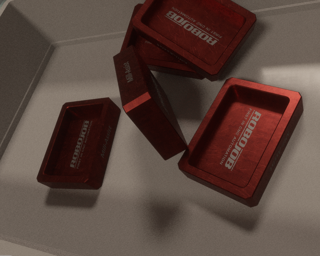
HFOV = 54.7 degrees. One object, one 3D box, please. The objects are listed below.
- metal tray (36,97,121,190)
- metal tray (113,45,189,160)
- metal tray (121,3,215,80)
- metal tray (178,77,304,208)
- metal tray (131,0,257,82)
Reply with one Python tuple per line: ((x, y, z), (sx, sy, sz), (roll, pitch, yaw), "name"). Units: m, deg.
((-0.115, 0.021, 0.447), (0.090, 0.030, 0.130), (-4, 60, 26), "metal tray")
((-0.014, -0.034, 0.371), (0.030, 0.090, 0.130), (-30, 37, 9), "metal tray")
((0.013, -0.126, 0.445), (0.130, 0.030, 0.090), (15, 86, 26), "metal tray")
((0.090, 0.010, 0.347), (0.090, 0.030, 0.130), (21, 73, 35), "metal tray")
((0.042, -0.131, 0.394), (0.130, 0.030, 0.090), (35, 90, 11), "metal tray")
